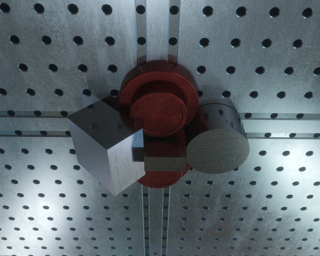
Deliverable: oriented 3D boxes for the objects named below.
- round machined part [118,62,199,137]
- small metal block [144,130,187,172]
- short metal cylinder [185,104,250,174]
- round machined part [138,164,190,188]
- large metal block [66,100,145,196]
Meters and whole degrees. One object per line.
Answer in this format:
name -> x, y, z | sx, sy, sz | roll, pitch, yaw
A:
round machined part -> -0.002, -0.027, 0.377 | 0.099, 0.042, 0.097 | 0, 130, 0
small metal block -> 0.006, 0.027, 0.390 | 0.050, 0.050, 0.025 | 1, 130, -1
short metal cylinder -> 0.072, 0.015, 0.407 | 0.081, 0.050, 0.079 | 0, 130, 0
round machined part -> -0.003, 0.049, 0.442 | 0.099, 0.042, 0.097 | 0, 130, 0
large metal block -> -0.066, 0.024, 0.387 | 0.050, 0.080, 0.079 | -33, 140, -32
